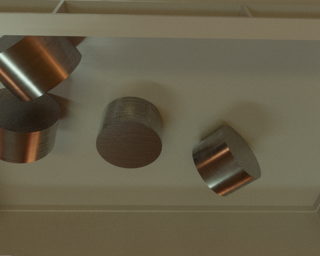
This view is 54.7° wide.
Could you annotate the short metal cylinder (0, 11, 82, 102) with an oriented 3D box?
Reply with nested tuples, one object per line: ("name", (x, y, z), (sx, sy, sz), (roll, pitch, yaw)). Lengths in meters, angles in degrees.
("short metal cylinder", (-0.127, -0.072, 0.310), (0.080, 0.080, 0.050), (-21, 127, 16))

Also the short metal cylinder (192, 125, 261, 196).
("short metal cylinder", (0.088, 0.043, 0.411), (0.050, 0.080, 0.080), (-37, 121, 27))

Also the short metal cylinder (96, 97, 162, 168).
("short metal cylinder", (-0.038, 0.007, 0.398), (0.081, 0.050, 0.079), (0, 130, 0))

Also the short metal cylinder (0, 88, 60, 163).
("short metal cylinder", (-0.164, -0.005, 0.366), (0.081, 0.080, 0.050), (15, 128, -13))
